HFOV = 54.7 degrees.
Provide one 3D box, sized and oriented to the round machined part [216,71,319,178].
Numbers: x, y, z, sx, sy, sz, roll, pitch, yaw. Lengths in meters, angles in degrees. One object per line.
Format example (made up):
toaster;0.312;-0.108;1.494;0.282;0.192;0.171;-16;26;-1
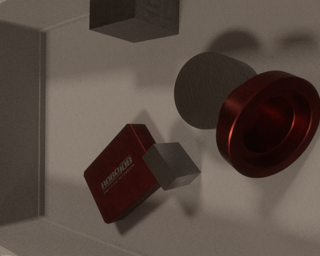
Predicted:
round machined part;0.094;-0.006;0.287;0.042;0.099;0.097;48;121;56

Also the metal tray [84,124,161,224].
metal tray;-0.051;0.066;0.443;0.129;0.030;0.090;-45;63;30

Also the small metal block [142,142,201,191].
small metal block;0.014;0.045;0.377;0.025;0.050;0.050;-51;60;28

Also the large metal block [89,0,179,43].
large metal block;-0.032;-0.147;0.395;0.080;0.081;0.050;3;92;39

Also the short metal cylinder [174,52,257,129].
short metal cylinder;0.063;-0.038;0.338;0.080;0.050;0.079;0;90;39
